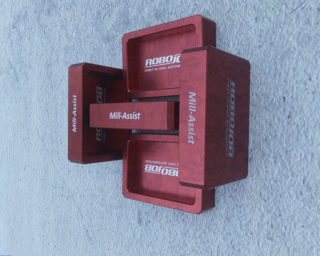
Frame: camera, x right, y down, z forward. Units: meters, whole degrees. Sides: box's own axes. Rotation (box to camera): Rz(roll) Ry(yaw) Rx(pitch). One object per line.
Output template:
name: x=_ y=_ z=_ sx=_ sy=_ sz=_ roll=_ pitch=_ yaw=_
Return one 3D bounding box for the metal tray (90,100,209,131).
metal tray: x=-0.010 y=-0.015 z=0.374 sx=0.130 sy=0.091 sz=0.030 roll=2 pitch=93 yaw=40

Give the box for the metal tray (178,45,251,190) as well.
metal tray: x=0.058 y=-0.009 z=0.316 sx=0.030 sy=0.091 sz=0.129 roll=2 pitch=91 yaw=40

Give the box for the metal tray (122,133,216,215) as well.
metal tray: x=0.007 y=0.052 z=0.399 sx=0.130 sy=0.030 sz=0.089 roll=1 pitch=90 yaw=40

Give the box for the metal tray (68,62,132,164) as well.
metal tray: x=-0.081 y=-0.019 z=0.431 sx=0.030 sy=0.091 sz=0.129 roll=2 pitch=92 yaw=40

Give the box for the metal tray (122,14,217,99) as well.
metal tray: x=0.008 y=-0.084 z=0.397 sx=0.130 sy=0.030 sz=0.089 roll=1 pitch=93 yaw=40
